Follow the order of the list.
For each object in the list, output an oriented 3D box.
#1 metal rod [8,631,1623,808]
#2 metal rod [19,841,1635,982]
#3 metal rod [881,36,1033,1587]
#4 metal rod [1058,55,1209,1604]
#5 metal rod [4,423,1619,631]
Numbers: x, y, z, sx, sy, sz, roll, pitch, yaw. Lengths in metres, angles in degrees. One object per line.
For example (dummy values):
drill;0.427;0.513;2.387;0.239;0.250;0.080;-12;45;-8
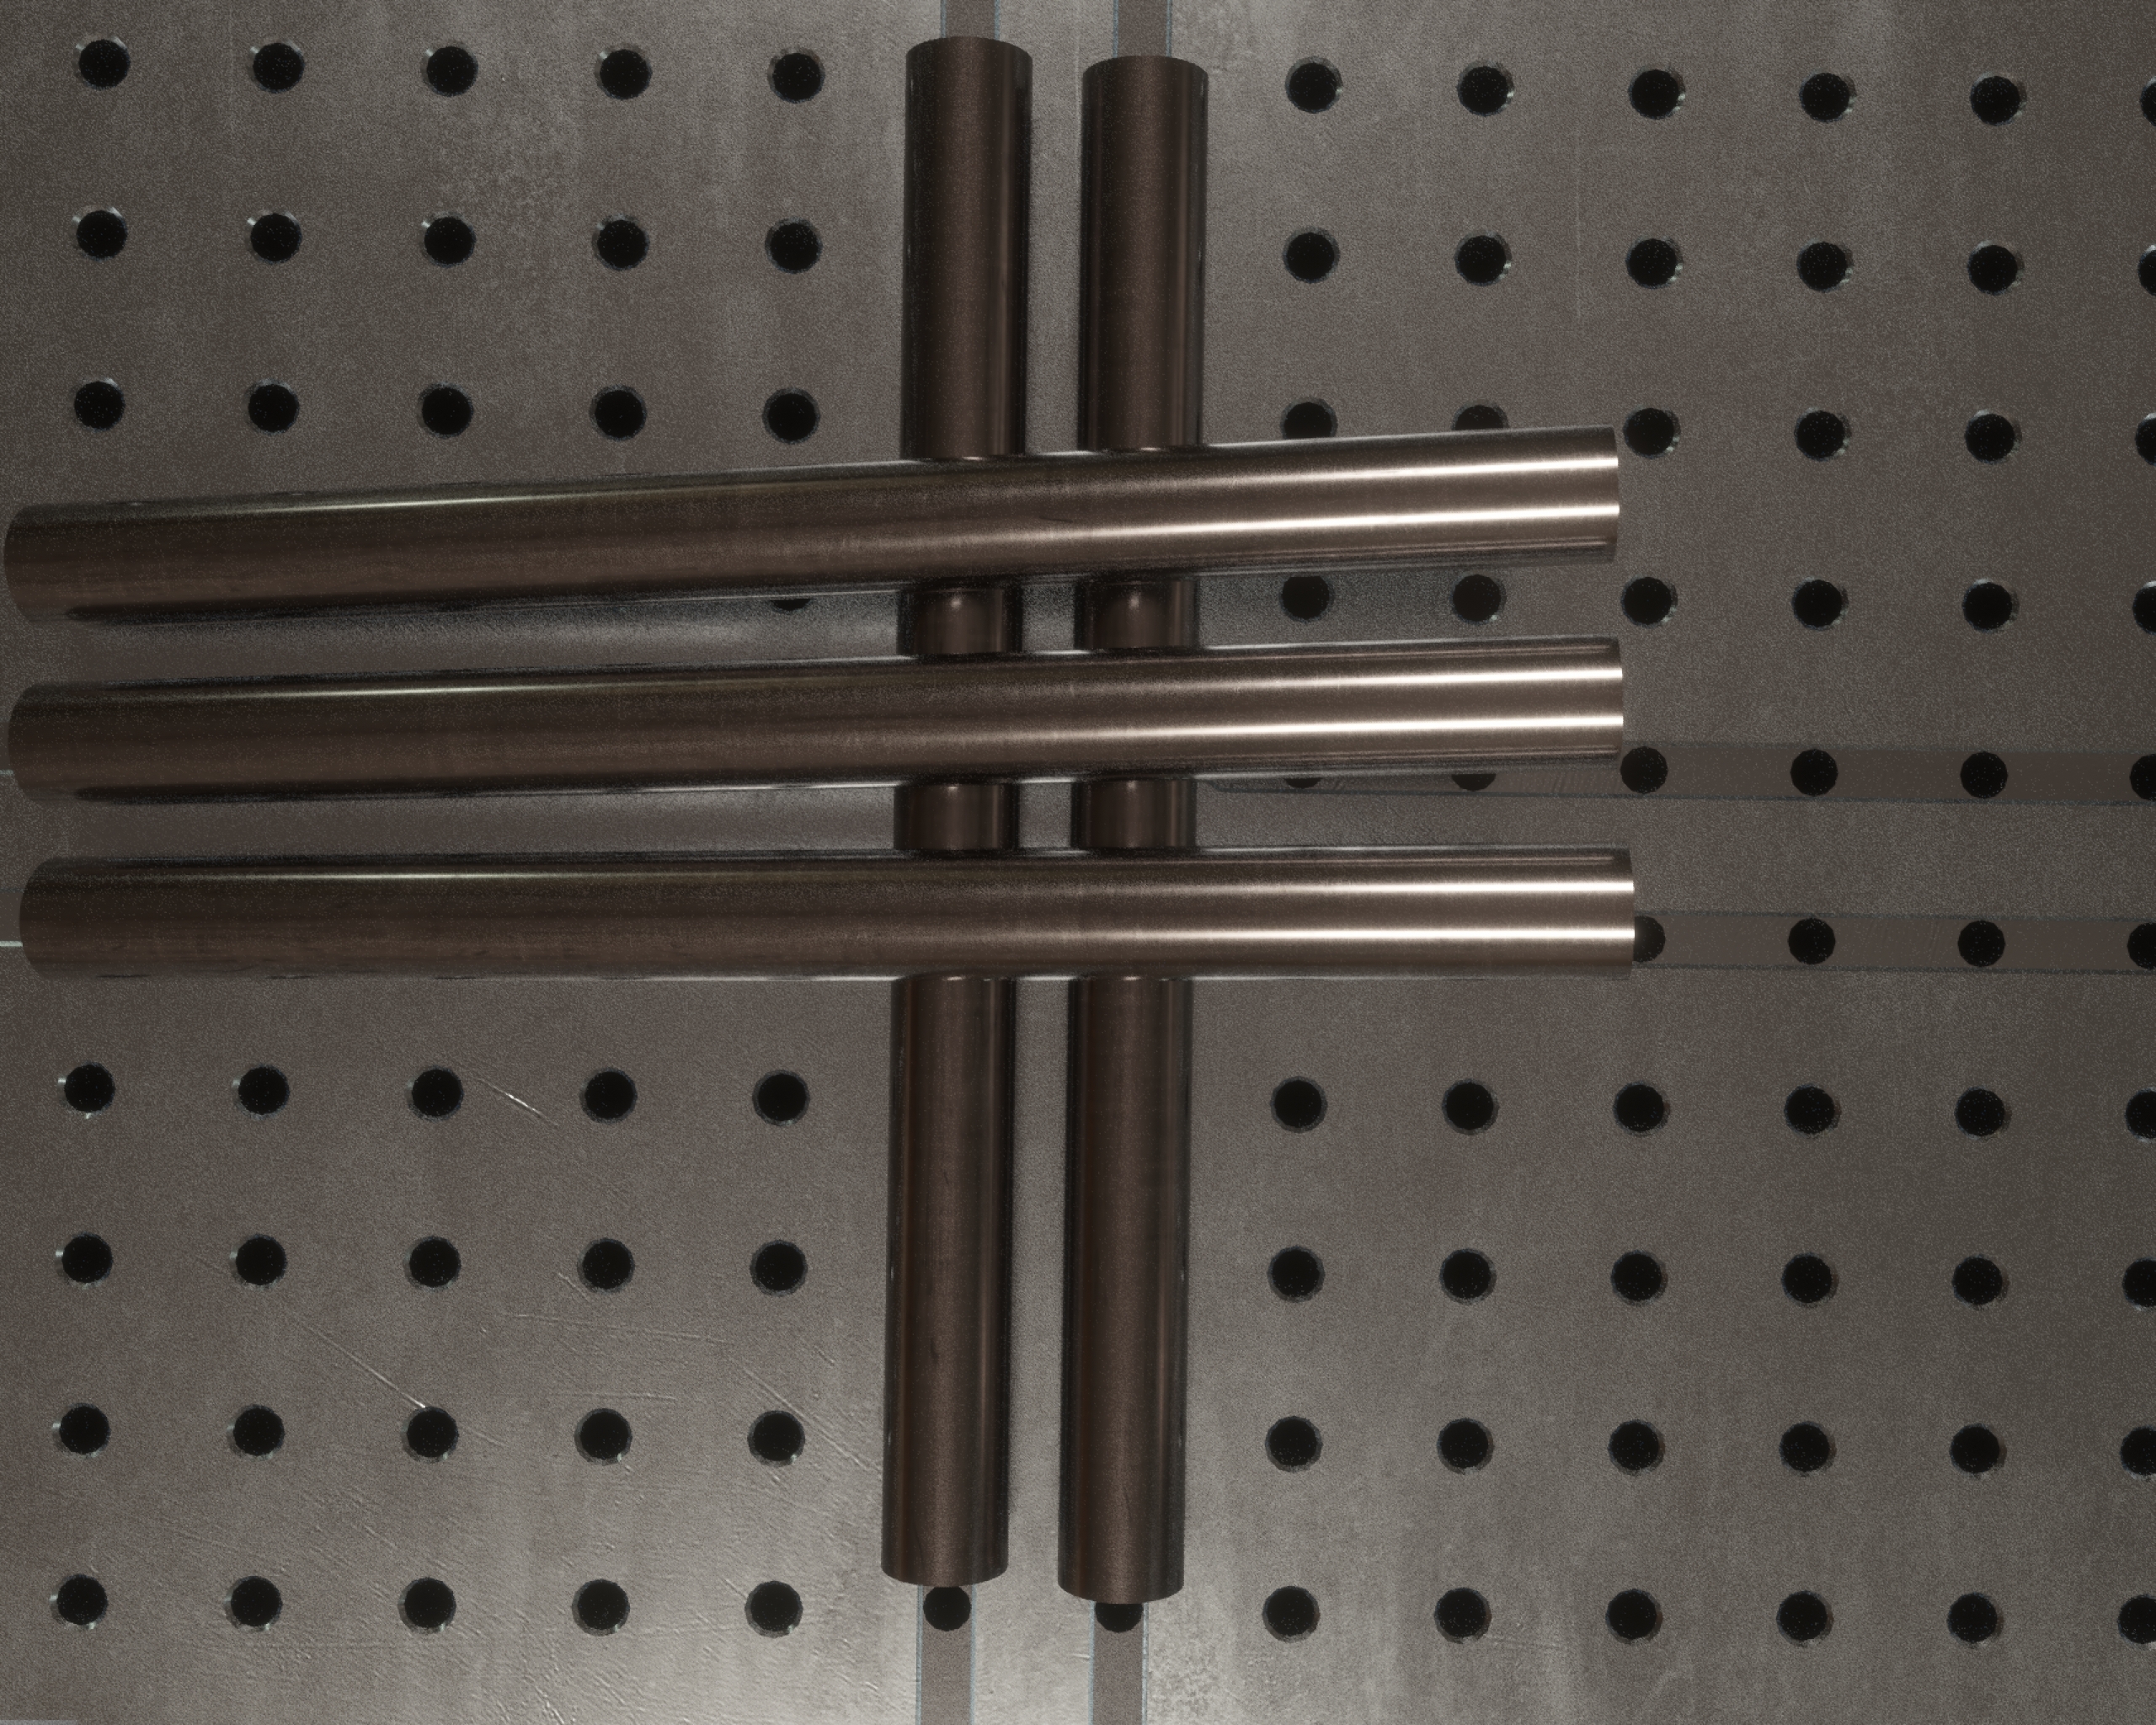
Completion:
metal rod;-0.054;-0.026;0.392;0.302;0.025;0.025;-1;90;7
metal rod;-0.052;0.010;0.392;0.302;0.025;0.025;0;90;8
metal rod;-0.024;-0.010;0.413;0.025;0.025;0.298;1;90;-1
metal rod;0.011;-0.006;0.414;0.025;0.025;0.298;1;90;-1
metal rod;-0.054;-0.062;0.392;0.302;0.025;0.025;-1;90;7
